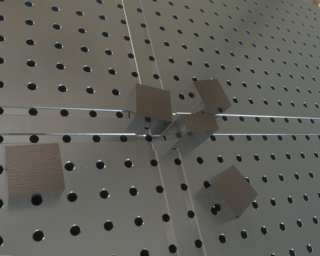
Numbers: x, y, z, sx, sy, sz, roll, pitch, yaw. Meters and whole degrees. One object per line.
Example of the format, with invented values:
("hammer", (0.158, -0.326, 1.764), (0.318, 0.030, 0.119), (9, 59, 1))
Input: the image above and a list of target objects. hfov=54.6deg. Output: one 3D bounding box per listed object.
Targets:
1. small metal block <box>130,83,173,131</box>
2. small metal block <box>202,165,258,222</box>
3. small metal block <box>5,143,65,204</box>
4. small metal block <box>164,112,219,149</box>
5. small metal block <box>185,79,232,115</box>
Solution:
("small metal block", (-0.013, -0.028, 0.418), (0.050, 0.025, 0.050), (10, 57, -23))
("small metal block", (0.092, 0.085, 0.405), (0.050, 0.025, 0.050), (-33, 80, -38))
("small metal block", (-0.127, 0.044, 0.313), (0.050, 0.025, 0.050), (-3, 63, -29))
("small metal block", (0.041, 0.004, 0.411), (0.050, 0.050, 0.025), (-5, 64, -30))
("small metal block", (0.074, -0.046, 0.475), (0.050, 0.025, 0.050), (-11, 67, -33))
